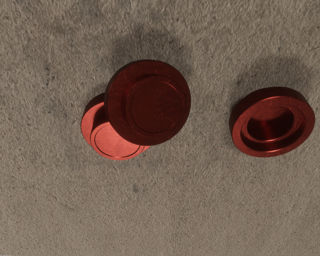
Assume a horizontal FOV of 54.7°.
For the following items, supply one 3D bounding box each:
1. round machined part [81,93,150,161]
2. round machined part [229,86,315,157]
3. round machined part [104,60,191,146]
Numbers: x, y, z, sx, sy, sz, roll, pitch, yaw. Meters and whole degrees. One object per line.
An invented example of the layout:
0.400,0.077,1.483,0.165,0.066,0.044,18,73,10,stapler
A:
-0.052,0.004,0.399,0.099,0.042,0.097,-1,130,0,round machined part
0.136,-0.011,0.389,0.099,0.042,0.097,-1,130,0,round machined part
-0.010,-0.026,0.345,0.099,0.042,0.097,-5,105,-18,round machined part
